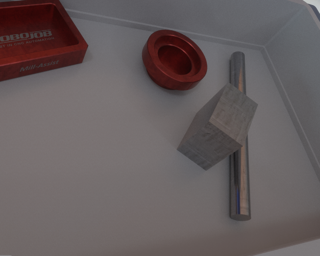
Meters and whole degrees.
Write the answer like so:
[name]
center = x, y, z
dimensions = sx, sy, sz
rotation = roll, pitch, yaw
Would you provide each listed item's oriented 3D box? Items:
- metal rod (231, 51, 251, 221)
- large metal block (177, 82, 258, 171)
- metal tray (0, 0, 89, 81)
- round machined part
[metal rod]
center = 0.122, -0.008, 0.478
dimensions = 0.025, 0.025, 0.300
rotation = 21, 54, -16
[large metal block]
center = 0.076, -0.001, 0.414
dimensions = 0.050, 0.080, 0.080
rotation = 36, 51, -5
[metal tray]
center = -0.168, -0.111, 0.380
dimensions = 0.131, 0.030, 0.090
rotation = -24, 75, -37
[round machined part]
center = 0.018, -0.096, 0.465
dimensions = 0.099, 0.042, 0.098
rotation = 14, 56, -21
